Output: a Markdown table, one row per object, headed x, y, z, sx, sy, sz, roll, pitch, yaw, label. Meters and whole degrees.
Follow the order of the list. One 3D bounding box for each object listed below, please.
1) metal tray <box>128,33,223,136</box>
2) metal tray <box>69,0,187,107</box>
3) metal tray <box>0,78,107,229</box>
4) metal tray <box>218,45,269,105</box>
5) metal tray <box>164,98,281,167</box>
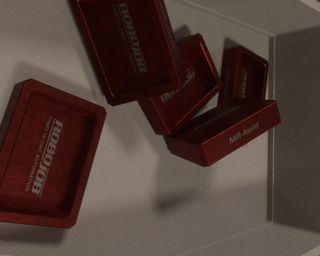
| x | y | z | sx | sy | sz | roll | pitch | yaw | label |
| --- | --- | --- | --- | --- | --- | --- | --- | --- | --- |
| 0.027 | -0.061 | 0.427 | 0.131 | 0.030 | 0.090 | -43 | 116 | -32 | metal tray |
| -0.033 | -0.096 | 0.335 | 0.030 | 0.090 | 0.129 | -50 | 125 | -63 | metal tray |
| -0.114 | 0.027 | 0.308 | 0.090 | 0.030 | 0.129 | 22 | 76 | -38 | metal tray |
| 0.142 | -0.062 | 0.524 | 0.091 | 0.030 | 0.129 | 13 | 82 | -40 | metal tray |
| 0.082 | 0.000 | 0.415 | 0.131 | 0.090 | 0.030 | -27 | 108 | -21 | metal tray |
